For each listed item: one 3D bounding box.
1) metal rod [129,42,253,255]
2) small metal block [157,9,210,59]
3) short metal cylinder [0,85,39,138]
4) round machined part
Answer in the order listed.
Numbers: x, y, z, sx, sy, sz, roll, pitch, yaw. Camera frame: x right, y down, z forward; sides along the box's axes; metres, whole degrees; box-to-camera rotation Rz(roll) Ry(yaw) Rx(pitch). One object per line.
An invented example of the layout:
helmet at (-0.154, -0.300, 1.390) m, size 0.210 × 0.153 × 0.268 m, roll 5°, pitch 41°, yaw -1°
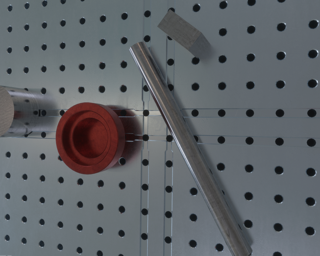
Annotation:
metal rod at (0.035, 0.022, 0.400) m, size 0.025 × 0.025 × 0.299 m, roll -29°, pitch 81°, yaw 17°
small metal block at (0.031, -0.116, 0.388) m, size 0.050 × 0.050 × 0.025 m, roll 42°, pitch 103°, yaw 15°
short metal cylinder at (-0.240, -0.025, 0.484) m, size 0.080 × 0.050 × 0.079 m, roll 0°, pitch 90°, yaw 20°
round machined part at (-0.093, 0.014, 0.436) m, size 0.098 × 0.042 × 0.097 m, roll 0°, pitch 90°, yaw 19°
